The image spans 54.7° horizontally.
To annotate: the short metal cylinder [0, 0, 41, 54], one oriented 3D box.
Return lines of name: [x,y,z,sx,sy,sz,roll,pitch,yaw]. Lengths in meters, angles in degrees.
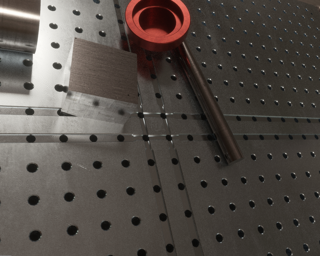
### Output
short metal cylinder: [-0.171,-0.130,0.361,0.050,0.080,0.080,3,61,-27]

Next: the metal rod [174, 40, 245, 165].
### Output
metal rod: [0.056,-0.083,0.490,0.025,0.025,0.299,-9,66,-32]

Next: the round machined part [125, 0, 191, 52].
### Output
round machined part: [-0.005,-0.158,0.480,0.099,0.042,0.098,2,68,-6]

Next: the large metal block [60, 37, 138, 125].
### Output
large metal block: [-0.075,-0.057,0.388,0.081,0.050,0.080,10,57,-23]
